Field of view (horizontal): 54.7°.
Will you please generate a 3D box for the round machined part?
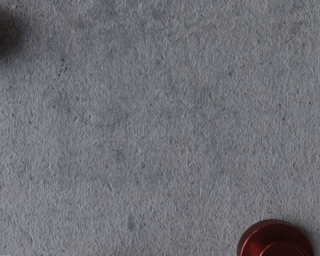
[{"bbox_3d":[0.154,0.174,0.404,0.099,0.042,0.097,0,90,-1],"label":"round machined part"}]
